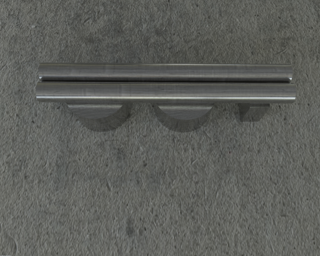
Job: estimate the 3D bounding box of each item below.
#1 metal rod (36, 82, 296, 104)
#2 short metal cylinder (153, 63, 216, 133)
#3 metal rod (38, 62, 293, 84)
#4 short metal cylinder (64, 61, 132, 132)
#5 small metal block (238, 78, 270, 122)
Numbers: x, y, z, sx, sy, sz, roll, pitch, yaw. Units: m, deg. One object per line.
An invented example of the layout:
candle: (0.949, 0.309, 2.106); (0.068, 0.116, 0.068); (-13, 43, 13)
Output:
metal rod: (0.007, -0.042, 0.371); (0.302, 0.025, 0.025); (0, 70, 0)
short metal cylinder: (0.031, -0.039, 0.411); (0.081, 0.050, 0.080); (0, 70, 0)
metal rod: (0.007, -0.067, 0.380); (0.302, 0.025, 0.025); (0, 70, 0)
short metal cylinder: (-0.079, -0.040, 0.409); (0.081, 0.050, 0.080); (0, 70, 0)
small metal block: (0.122, -0.040, 0.413); (0.025, 0.050, 0.050); (-1, 70, -1)
